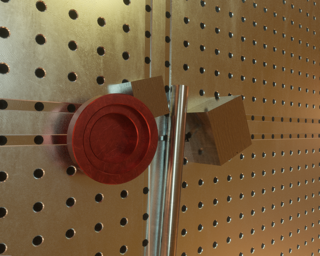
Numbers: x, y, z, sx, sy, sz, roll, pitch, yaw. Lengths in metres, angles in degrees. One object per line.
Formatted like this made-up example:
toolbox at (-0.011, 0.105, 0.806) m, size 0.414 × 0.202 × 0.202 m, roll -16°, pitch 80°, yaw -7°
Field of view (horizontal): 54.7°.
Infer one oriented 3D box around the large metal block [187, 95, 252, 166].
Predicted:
large metal block at (0.087, 0.002, 0.466) m, size 0.081 × 0.050 × 0.080 m, roll -26°, pitch 106°, yaw -37°

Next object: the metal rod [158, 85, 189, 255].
metal rod at (0.016, 0.091, 0.422) m, size 0.025 × 0.025 × 0.298 m, roll 8°, pitch 85°, yaw -40°

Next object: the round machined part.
round machined part at (-0.055, 0.011, 0.346) m, size 0.099 × 0.042 × 0.097 m, roll -3°, pitch 96°, yaw -31°

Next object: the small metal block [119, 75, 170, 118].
small metal block at (-0.019, -0.037, 0.393) m, size 0.050 × 0.025 × 0.050 m, roll -19°, pitch 103°, yaw -38°
